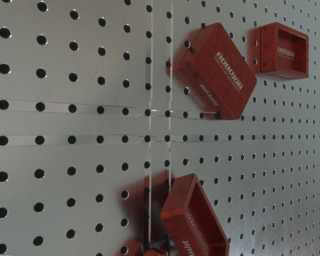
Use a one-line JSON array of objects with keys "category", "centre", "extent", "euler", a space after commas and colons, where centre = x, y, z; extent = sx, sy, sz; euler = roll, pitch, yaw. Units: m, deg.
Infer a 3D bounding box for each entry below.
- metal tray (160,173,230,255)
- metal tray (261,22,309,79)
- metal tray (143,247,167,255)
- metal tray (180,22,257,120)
[{"category": "metal tray", "centre": [0.051, 0.138, 0.412], "extent": [0.130, 0.030, 0.090], "euler": [64, 24, -13]}, {"category": "metal tray", "centre": [0.248, -0.148, 0.611], "extent": [0.131, 0.030, 0.090], "euler": [1, 90, -40]}, {"category": "metal tray", "centre": [0.006, 0.229, 0.387], "extent": [0.090, 0.030, 0.130], "euler": [-44, 104, -25]}, {"category": "metal tray", "centre": [0.096, -0.085, 0.485], "extent": [0.130, 0.030, 0.090], "euler": [45, 63, -30]}]
